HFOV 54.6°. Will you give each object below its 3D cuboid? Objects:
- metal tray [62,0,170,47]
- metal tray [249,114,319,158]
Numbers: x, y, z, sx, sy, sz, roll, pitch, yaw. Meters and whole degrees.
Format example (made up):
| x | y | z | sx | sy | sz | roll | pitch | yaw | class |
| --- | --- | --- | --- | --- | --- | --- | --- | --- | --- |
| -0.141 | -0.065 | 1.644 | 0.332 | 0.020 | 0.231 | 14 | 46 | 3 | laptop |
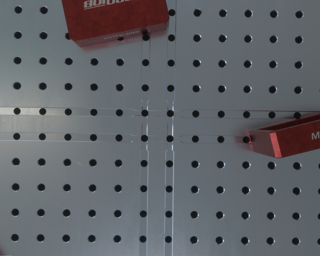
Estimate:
| x | y | z | sx | sy | sz | roll | pitch | yaw | class |
| --- | --- | --- | --- | --- | --- | --- | --- | --- | --- |
| -0.060 | -0.167 | 0.410 | 0.131 | 0.030 | 0.090 | -12 | 90 | 0 | metal tray |
| 0.188 | 0.003 | 0.382 | 0.131 | 0.090 | 0.030 | -14 | 90 | 0 | metal tray |
